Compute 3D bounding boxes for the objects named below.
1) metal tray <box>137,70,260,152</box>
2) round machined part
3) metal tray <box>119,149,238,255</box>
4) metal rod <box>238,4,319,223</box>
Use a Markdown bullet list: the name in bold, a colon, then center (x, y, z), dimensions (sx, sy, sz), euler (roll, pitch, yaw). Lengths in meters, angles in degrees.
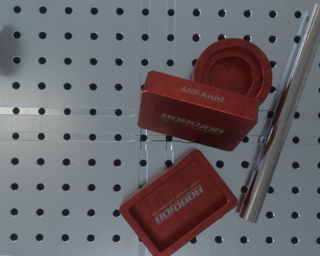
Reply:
- **metal tray**: center (0.042, -0.017, 0.379), dimensions (0.131, 0.090, 0.030), euler (15, 62, 0)
- **round machined part**: center (0.091, -0.064, 0.406), dimensions (0.099, 0.042, 0.097), euler (0, 90, 0)
- **metal tray**: center (0.024, 0.100, 0.411), dimensions (0.130, 0.030, 0.090), euler (-37, 90, 0)
- **metal rod**: center (0.166, -0.019, 0.414), dimensions (0.025, 0.025, 0.299), euler (19, 90, 0)
